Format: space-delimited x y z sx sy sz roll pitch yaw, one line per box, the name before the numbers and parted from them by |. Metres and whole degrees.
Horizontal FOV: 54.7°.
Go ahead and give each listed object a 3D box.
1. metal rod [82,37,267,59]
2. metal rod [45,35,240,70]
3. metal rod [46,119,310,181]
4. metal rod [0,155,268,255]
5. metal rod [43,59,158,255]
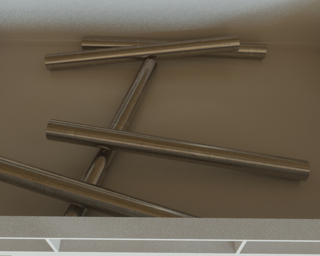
metal rod | 0.022 -0.134 0.518 0.302 0.025 0.025 3 50 1
metal rod | -0.028 -0.119 0.490 0.302 0.025 0.025 -6 50 0
metal rod | 0.022 0.026 0.362 0.302 0.025 0.025 9 50 -1
metal rod | -0.043 0.078 0.313 0.302 0.025 0.025 16 52 3
metal rod | -0.058 0.011 0.395 0.025 0.025 0.300 13 51 10
